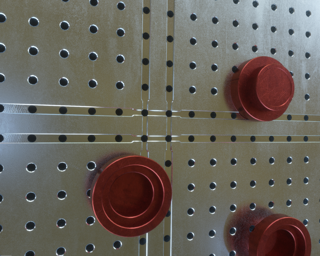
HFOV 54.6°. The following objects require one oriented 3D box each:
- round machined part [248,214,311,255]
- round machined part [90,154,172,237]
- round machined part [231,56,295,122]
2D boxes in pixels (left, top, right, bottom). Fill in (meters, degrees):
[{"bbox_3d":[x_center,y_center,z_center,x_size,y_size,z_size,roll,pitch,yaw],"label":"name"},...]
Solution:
[{"bbox_3d":[0.174,0.178,0.468,0.099,0.042,0.097,0,90,-20],"label":"round machined part"},{"bbox_3d":[-0.038,0.082,0.389,0.099,0.042,0.097,0,90,-20],"label":"round machined part"},{"bbox_3d":[0.159,-0.059,0.461,0.099,0.042,0.097,0,90,-20],"label":"round machined part"}]
